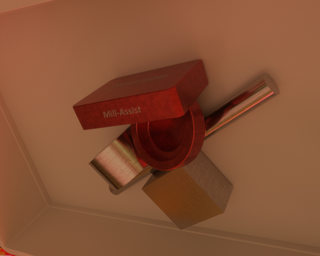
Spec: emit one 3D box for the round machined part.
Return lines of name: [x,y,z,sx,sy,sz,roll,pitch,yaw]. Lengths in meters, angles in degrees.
round machined part: [0.014,-0.001,0.369,0.098,0.042,0.097,4,96,42]

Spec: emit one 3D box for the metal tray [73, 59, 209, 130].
metal tray: [-0.021,-0.037,0.350,0.130,0.090,0.030,-7,115,30]

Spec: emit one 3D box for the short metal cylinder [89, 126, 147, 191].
short metal cylinder: [-0.049,0.038,0.419,0.050,0.080,0.080,48,129,-5]

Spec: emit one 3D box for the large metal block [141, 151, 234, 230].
large metal block: [0.037,0.081,0.418,0.080,0.050,0.080,48,129,-6]

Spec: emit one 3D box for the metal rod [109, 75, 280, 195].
metal rod: [0.021,0.026,0.410,0.025,0.025,0.299,48,128,-6]
